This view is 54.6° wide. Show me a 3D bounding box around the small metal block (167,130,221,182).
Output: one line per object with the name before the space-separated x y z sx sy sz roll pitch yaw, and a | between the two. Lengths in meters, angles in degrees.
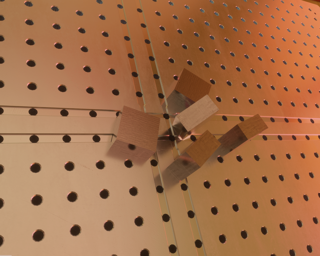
small metal block | 0.043 0.035 0.393 0.025 0.050 0.050 47 51 4

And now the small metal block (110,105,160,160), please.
small metal block | -0.030 0.006 0.388 0.050 0.025 0.050 19 54 -17

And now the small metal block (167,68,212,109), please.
small metal block | 0.044 -0.054 0.464 0.050 0.025 0.050 31 52 -9

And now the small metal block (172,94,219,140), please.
small metal block | 0.046 -0.013 0.413 0.050 0.050 0.025 -35 81 -11

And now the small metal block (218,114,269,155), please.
small metal block | 0.119 0.009 0.450 0.050 0.050 0.025 -23 74 -36
